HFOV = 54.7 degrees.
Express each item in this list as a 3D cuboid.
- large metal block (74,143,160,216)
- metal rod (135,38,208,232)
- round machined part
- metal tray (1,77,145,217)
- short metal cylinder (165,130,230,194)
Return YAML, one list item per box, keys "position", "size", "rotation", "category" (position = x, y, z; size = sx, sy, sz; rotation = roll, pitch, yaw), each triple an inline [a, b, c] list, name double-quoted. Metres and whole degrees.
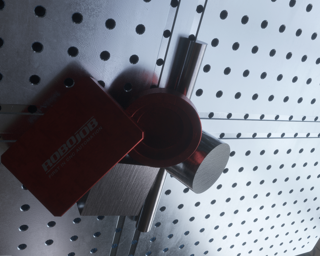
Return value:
- position: [-0.059, 0.066, 0.404]
  size: [0.081, 0.050, 0.079]
  rotation: [11, 113, -33]
  category: "large metal block"
- position: [0.009, 0.027, 0.434]
  size: [0.025, 0.025, 0.298]
  rotation: [1, 118, -29]
  category: "metal rod"
- position: [0.000, -0.003, 0.382]
  size: [0.099, 0.042, 0.097]
  rotation: [0, 115, 0]
  category: "round machined part"
- position: [-0.092, 0.020, 0.338]
  size: [0.130, 0.030, 0.090]
  rotation: [-44, 91, 2]
  category: "metal tray"
- position: [0.054, 0.045, 0.435]
  size: [0.081, 0.050, 0.079]
  rotation: [-31, 138, -33]
  category: "short metal cylinder"
